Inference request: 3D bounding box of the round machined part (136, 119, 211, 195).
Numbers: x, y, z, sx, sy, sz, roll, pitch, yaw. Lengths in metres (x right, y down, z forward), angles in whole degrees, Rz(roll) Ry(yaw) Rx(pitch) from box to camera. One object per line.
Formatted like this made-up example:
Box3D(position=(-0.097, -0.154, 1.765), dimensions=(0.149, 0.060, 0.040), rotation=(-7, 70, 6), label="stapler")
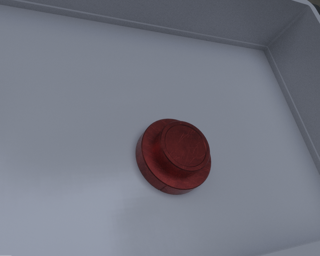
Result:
Box3D(position=(0.023, 0.030, 0.388), dimensions=(0.099, 0.042, 0.098), rotation=(13, 56, -21), label="round machined part")
